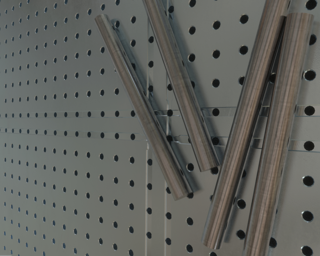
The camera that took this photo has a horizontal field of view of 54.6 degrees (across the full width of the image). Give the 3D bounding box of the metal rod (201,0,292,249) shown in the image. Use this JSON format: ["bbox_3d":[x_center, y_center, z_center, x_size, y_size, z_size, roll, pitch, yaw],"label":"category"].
[{"bbox_3d":[0.092,-0.009,0.333,0.025,0.025,0.298,21,103,38],"label":"metal rod"}]

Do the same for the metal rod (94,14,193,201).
[{"bbox_3d":[-0.031,-0.042,0.436,0.025,0.025,0.299,-39,66,33],"label":"metal rod"}]

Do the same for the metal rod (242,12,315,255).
[{"bbox_3d":[0.114,0.039,0.315,0.025,0.025,0.298,14,99,39],"label":"metal rod"}]

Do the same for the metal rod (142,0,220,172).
[{"bbox_3d":[0.015,-0.090,0.397,0.025,0.025,0.299,-28,72,36],"label":"metal rod"}]
